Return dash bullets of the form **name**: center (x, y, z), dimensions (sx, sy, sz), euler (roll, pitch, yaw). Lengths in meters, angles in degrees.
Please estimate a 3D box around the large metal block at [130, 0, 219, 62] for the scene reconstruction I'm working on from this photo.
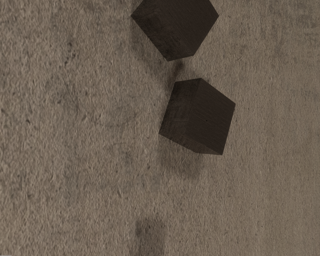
- **large metal block**: center (0.022, -0.148, 0.409), dimensions (0.080, 0.050, 0.080), euler (46, 62, -31)

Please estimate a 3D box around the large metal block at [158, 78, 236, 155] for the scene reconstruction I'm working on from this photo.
- **large metal block**: center (0.054, -0.014, 0.436), dimensions (0.080, 0.050, 0.080), euler (28, 72, -37)
